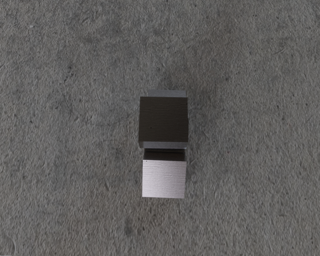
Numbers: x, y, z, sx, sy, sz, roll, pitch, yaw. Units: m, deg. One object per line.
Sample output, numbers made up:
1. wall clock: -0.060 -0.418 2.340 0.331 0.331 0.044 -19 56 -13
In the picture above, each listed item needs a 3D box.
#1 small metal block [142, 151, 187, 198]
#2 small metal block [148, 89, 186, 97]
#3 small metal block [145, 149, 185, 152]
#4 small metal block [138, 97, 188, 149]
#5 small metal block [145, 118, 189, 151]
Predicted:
1. small metal block: 0.005 0.056 0.375 0.050 0.025 0.050 2 111 0
2. small metal block: 0.009 -0.027 0.407 0.050 0.025 0.050 2 34 1
3. small metal block: 0.006 0.020 0.403 0.050 0.025 0.050 2 70 0
4. small metal block: 0.004 -0.005 0.332 0.050 0.025 0.050 1 70 0
5. small metal block: 0.006 0.008 0.366 0.050 0.050 0.025 2 70 0
